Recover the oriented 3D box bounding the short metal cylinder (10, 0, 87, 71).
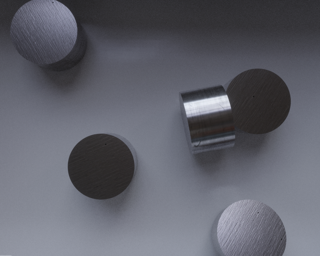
[{"bbox_3d":[-0.140,-0.117,0.398,0.081,0.050,0.080,0,90,0],"label":"short metal cylinder"}]

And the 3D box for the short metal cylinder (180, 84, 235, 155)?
[{"bbox_3d":[0.056,-0.010,0.384,0.050,0.080,0.080,-11,90,0],"label":"short metal cylinder"}]

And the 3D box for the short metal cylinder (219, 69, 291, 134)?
[{"bbox_3d":[0.118,-0.032,0.400,0.081,0.050,0.080,0,90,-1],"label":"short metal cylinder"}]

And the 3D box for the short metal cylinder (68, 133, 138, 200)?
[{"bbox_3d":[-0.071,0.046,0.398,0.081,0.050,0.080,0,90,0],"label":"short metal cylinder"}]

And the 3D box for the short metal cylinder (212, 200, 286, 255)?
[{"bbox_3d":[0.108,0.134,0.387,0.080,0.050,0.080,0,68,1],"label":"short metal cylinder"}]
